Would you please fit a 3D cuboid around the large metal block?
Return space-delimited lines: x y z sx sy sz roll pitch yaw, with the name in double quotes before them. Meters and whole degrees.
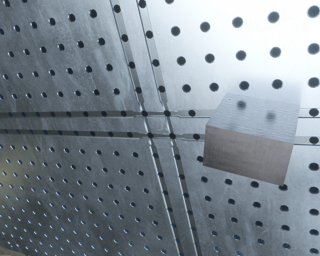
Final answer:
"large metal block" 0.098 0.007 0.329 0.080 0.080 0.050 13 124 21
